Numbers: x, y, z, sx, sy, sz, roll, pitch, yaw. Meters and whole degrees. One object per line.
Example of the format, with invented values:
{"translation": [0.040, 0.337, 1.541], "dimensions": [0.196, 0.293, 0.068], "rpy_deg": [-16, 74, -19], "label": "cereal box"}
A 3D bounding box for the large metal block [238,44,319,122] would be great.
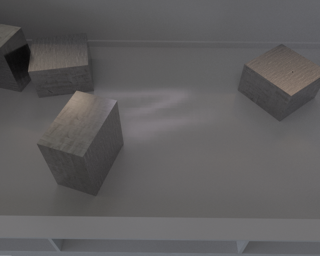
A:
{"translation": [0.174, -0.067, 0.446], "dimensions": [0.081, 0.050, 0.080], "rpy_deg": [-30, 56, -23], "label": "large metal block"}

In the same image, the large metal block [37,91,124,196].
{"translation": [-0.084, 0.018, 0.354], "dimensions": [0.050, 0.080, 0.080], "rpy_deg": [15, 52, 12], "label": "large metal block"}

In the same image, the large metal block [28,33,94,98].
{"translation": [-0.146, -0.096, 0.468], "dimensions": [0.081, 0.050, 0.080], "rpy_deg": [-8, 51, -7], "label": "large metal block"}

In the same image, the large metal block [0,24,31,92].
{"translation": [-0.240, -0.106, 0.456], "dimensions": [0.080, 0.080, 0.050], "rpy_deg": [12, 51, 10], "label": "large metal block"}
